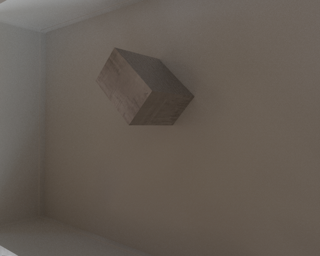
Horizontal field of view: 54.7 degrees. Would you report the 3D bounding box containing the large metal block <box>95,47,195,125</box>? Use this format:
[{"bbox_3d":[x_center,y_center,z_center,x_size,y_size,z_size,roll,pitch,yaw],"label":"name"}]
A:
[{"bbox_3d":[-0.018,-0.049,0.384,0.080,0.081,0.050,51,120,27],"label":"large metal block"}]
